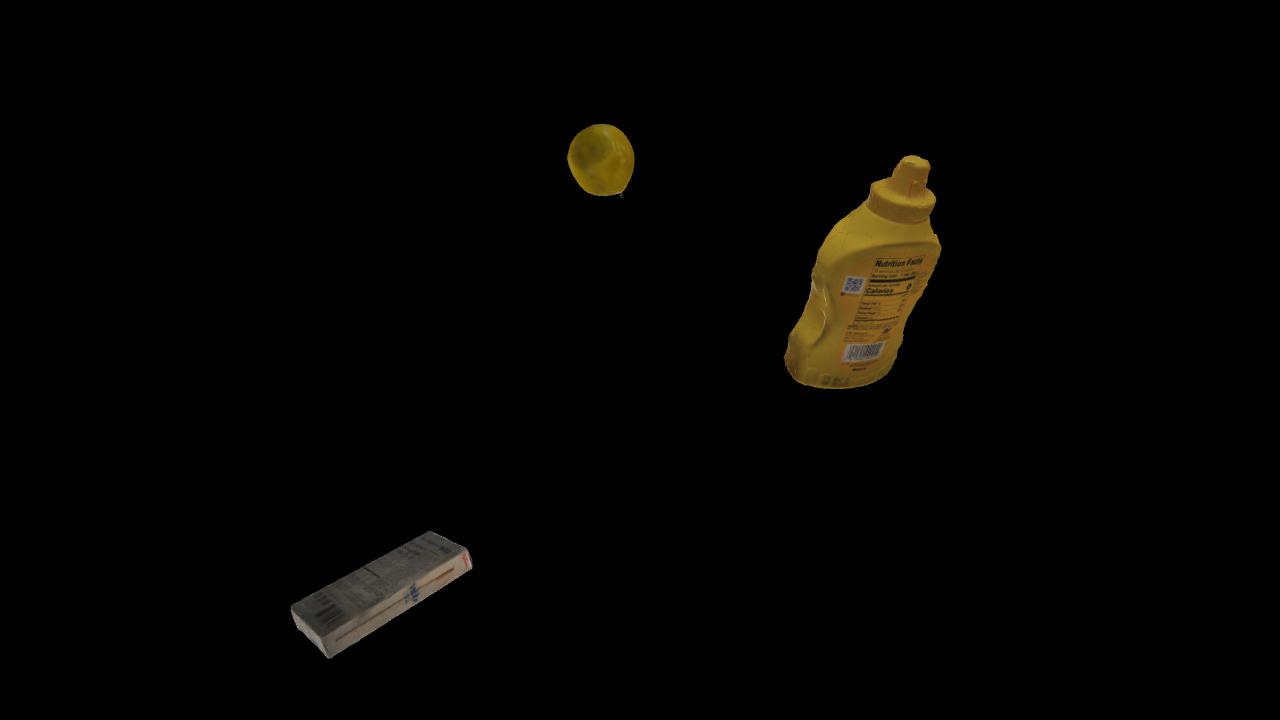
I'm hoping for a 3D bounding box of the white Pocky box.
[{"bbox_3d":[-0.258,0.229,0.622,0.084,0.028,0.154,4,20,43],"label":"white Pocky box"}]

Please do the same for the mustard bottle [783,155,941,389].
[{"bbox_3d":[0.170,-0.060,0.452,0.092,0.184,0.054,-2,42,-8],"label":"mustard bottle"}]

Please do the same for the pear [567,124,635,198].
[{"bbox_3d":[-0.036,-0.223,0.712,0.080,0.080,0.111,0,0,14],"label":"pear"}]
